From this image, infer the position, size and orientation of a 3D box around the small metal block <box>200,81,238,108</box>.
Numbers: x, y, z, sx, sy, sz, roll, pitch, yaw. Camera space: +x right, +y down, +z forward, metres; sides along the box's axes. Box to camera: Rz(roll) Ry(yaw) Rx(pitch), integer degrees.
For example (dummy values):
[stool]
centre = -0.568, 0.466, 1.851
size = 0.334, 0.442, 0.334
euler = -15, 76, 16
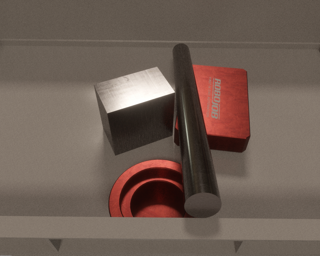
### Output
[small metal block]
centre = 0.081, -0.041, 0.441
size = 0.050, 0.025, 0.050
euler = 10, 51, 8

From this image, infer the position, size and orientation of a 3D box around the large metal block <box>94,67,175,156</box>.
[large metal block]
centre = -0.030, -0.020, 0.386
size = 0.081, 0.080, 0.050
euler = -19, 53, -16

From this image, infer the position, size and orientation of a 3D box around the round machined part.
[round machined part]
centre = -0.002, 0.084, 0.322
size = 0.099, 0.042, 0.098
euler = 1, 48, 0

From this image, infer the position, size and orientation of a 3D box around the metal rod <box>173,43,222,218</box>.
[metal rod]
centre = 0.030, -0.030, 0.334
size = 0.025, 0.025, 0.300
euler = 1, 34, 0

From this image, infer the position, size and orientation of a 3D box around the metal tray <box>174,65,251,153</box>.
[metal tray]
centre = 0.071, -0.031, 0.420
size = 0.091, 0.030, 0.130
euler = 6, 50, 5
